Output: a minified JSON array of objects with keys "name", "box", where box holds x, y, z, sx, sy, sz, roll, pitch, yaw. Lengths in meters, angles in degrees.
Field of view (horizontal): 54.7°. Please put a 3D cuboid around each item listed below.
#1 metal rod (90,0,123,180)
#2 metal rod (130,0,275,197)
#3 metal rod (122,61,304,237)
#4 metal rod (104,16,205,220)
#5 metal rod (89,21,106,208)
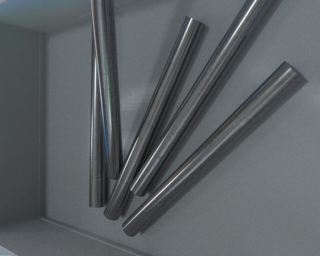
[{"name":"metal rod","box":[-0.063,-0.056,0.381,0.025,0.025,0.298,29,132,36]},{"name":"metal rod","box":[0.041,-0.031,0.370,0.025,0.025,0.298,46,117,30]},{"name":"metal rod","box":[0.043,0.043,0.369,0.299,0.025,0.025,-49,61,28]},{"name":"metal rod","box":[-0.015,0.000,0.416,0.025,0.025,0.298,37,112,33]},{"name":"metal rod","box":[-0.095,-0.028,0.482,0.025,0.025,0.298,2,91,39]}]
